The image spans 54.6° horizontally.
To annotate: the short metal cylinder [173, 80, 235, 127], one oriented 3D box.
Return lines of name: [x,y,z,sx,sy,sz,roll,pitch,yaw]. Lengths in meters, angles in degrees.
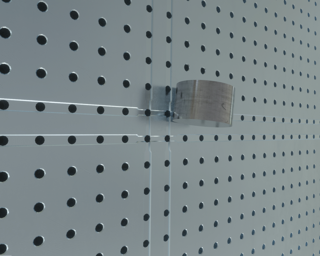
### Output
short metal cylinder: [0.060,-0.031,0.422,0.081,0.080,0.050,10,84,-40]
